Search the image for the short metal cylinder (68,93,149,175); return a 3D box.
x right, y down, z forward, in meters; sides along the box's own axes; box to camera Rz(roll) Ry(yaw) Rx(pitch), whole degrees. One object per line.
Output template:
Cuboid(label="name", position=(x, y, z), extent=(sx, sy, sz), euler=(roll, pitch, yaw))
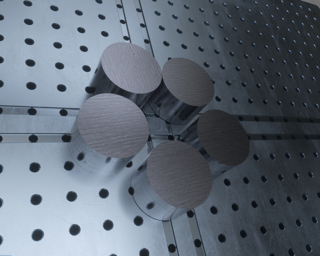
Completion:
Cuboid(label="short metal cylinder", position=(-0.059, 0.007, 0.355), extent=(0.081, 0.050, 0.080), euler=(13, 56, -21))

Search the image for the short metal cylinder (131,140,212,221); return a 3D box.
Cuboid(label="short metal cylinder", position=(0.013, 0.061, 0.360), extent=(0.081, 0.050, 0.080), euler=(13, 56, -20))

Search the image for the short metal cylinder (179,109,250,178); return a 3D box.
Cuboid(label="short metal cylinder", position=(0.072, 0.022, 0.416), extent=(0.081, 0.050, 0.080), euler=(13, 57, -22))

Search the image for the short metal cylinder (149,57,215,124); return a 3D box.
Cuboid(label="short metal cylinder", position=(0.029, -0.052, 0.438), extent=(0.081, 0.050, 0.080), euler=(13, 57, -21))

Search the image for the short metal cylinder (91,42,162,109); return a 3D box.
Cuboid(label="short metal cylinder", position=(-0.045, -0.065, 0.407), extent=(0.081, 0.050, 0.080), euler=(14, 56, -21))
